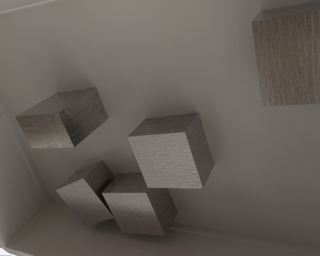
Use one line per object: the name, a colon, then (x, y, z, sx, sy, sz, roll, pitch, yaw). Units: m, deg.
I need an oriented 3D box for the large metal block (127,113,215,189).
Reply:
large metal block: (0.016, 0.031, 0.402, 0.080, 0.050, 0.080, -6, 116, 30)

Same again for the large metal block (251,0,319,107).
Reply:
large metal block: (0.133, -0.068, 0.280, 0.080, 0.050, 0.080, -2, 118, 28)

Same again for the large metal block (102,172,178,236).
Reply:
large metal block: (-0.029, 0.116, 0.478, 0.080, 0.050, 0.080, -8, 115, 31)

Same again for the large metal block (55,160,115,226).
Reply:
large metal block: (-0.112, 0.110, 0.517, 0.080, 0.050, 0.080, -25, 105, 36)

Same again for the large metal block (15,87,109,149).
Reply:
large metal block: (-0.134, -0.014, 0.433, 0.080, 0.080, 0.050, -3, 117, 29)
